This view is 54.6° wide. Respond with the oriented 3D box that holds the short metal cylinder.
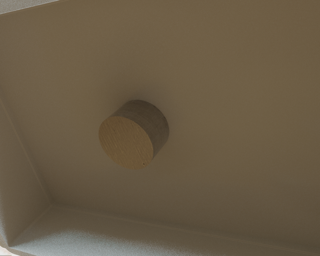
[{"bbox_3d":[-0.034,0.009,0.417,0.080,0.050,0.080,13,124,21],"label":"short metal cylinder"}]
